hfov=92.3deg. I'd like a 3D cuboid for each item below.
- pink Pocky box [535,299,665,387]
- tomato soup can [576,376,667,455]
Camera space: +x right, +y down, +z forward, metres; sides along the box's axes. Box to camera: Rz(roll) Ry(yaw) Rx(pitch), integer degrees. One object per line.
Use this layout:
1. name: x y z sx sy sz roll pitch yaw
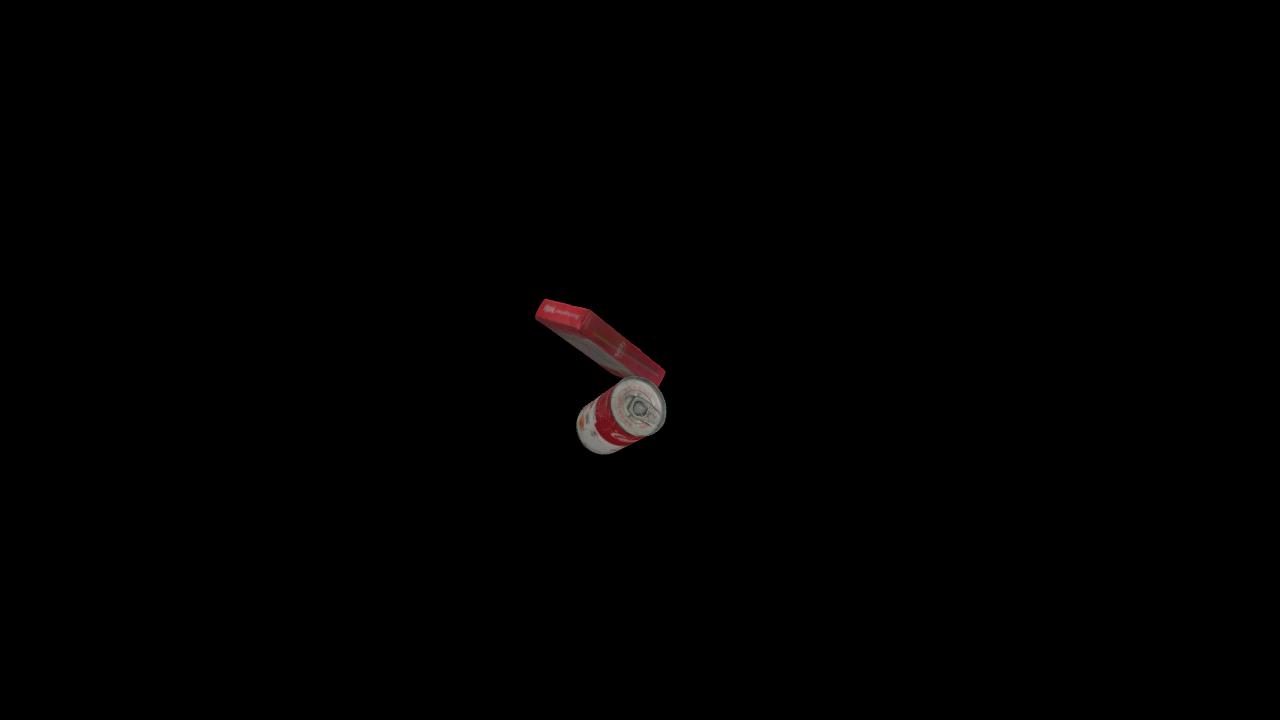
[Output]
1. pink Pocky box: -0.044 -0.017 0.721 0.084 0.029 0.155 17 -15 44
2. tomato soup can: -0.024 0.065 0.692 0.068 0.068 0.101 0 -19 -30
